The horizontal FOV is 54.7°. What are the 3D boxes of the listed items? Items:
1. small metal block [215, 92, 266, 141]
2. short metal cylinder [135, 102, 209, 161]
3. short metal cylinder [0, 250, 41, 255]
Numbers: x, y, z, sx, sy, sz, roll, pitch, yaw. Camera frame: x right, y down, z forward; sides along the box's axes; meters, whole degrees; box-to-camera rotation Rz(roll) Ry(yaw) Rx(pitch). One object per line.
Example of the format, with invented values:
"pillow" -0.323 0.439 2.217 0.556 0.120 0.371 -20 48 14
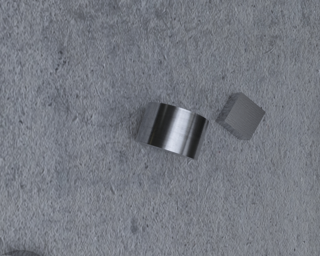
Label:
"small metal block" 0.118 -0.017 0.453 0.050 0.025 0.050 36 78 -17
"short metal cylinder" 0.015 0.005 0.386 0.080 0.080 0.050 20 84 -19
"short metal cylinder" -0.159 0.183 0.337 0.081 0.050 0.080 0 90 -20
